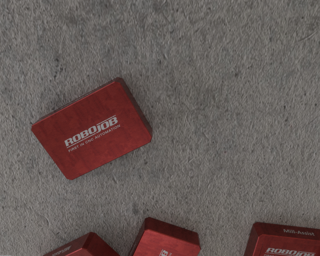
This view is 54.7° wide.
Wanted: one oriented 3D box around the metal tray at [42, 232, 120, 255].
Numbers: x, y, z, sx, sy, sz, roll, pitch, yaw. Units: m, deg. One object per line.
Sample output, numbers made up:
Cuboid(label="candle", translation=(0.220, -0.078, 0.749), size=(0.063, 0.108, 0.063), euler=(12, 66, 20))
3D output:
Cuboid(label="metal tray", translation=(-0.117, 0.215, 0.466), size=(0.130, 0.030, 0.090), euler=(-33, 107, 28))

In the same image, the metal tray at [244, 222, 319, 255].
Cuboid(label="metal tray", translation=(0.203, 0.199, 0.481), size=(0.131, 0.030, 0.089), euler=(7, 110, -3))

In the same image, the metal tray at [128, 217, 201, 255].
Cuboid(label="metal tray", translation=(-0.004, 0.211, 0.485), size=(0.090, 0.030, 0.129), euler=(21, 109, -8))

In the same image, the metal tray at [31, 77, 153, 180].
Cuboid(label="metal tray", translation=(-0.087, 0.002, 0.407), size=(0.130, 0.030, 0.090), euler=(-26, 108, 9))
